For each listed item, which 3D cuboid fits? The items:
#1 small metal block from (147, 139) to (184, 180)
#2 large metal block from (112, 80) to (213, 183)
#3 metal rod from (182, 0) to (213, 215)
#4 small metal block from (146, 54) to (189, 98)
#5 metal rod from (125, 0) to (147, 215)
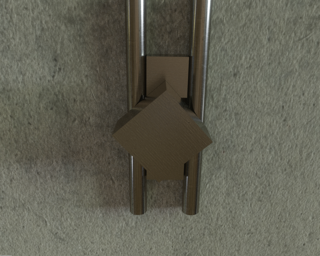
[{"bbox_3d":[0.007,0.043,0.426,0.050,0.025,0.050,1,110,-1],"label":"small metal block"},{"bbox_3d":[0.003,0.004,0.370,0.080,0.050,0.080,-39,106,13],"label":"large metal block"},{"bbox_3d":[0.047,-0.018,0.405,0.025,0.025,0.298,0,110,-1],"label":"metal rod"},{"bbox_3d":[0.009,-0.065,0.386,0.050,0.025,0.050,1,110,-1],"label":"small metal block"},{"bbox_3d":[-0.030,-0.019,0.404,0.025,0.025,0.298,0,110,-1],"label":"metal rod"}]
